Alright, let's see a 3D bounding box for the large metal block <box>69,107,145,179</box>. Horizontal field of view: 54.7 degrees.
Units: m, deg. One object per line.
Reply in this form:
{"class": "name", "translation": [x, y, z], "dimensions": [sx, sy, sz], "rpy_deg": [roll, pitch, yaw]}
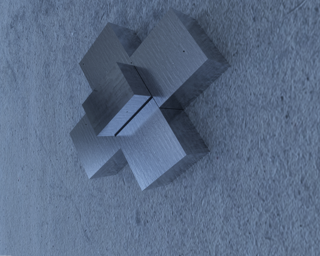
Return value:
{"class": "large metal block", "translation": [-0.077, 0.017, 0.451], "dimensions": [0.080, 0.050, 0.080], "rpy_deg": [-44, 64, 31]}

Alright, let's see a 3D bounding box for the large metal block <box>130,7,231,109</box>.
{"class": "large metal block", "translation": [0.022, -0.079, 0.370], "dimensions": [0.080, 0.050, 0.080], "rpy_deg": [-44, 64, 31]}

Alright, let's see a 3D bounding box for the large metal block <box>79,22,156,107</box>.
{"class": "large metal block", "translation": [-0.059, -0.085, 0.435], "dimensions": [0.080, 0.050, 0.080], "rpy_deg": [-44, 64, 31]}

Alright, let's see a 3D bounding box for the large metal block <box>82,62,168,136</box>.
{"class": "large metal block", "translation": [-0.039, -0.033, 0.400], "dimensions": [0.080, 0.081, 0.050], "rpy_deg": [-44, 64, 31]}

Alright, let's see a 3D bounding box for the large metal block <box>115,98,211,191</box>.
{"class": "large metal block", "translation": [0.001, 0.020, 0.386], "dimensions": [0.080, 0.050, 0.080], "rpy_deg": [-44, 64, 31]}
